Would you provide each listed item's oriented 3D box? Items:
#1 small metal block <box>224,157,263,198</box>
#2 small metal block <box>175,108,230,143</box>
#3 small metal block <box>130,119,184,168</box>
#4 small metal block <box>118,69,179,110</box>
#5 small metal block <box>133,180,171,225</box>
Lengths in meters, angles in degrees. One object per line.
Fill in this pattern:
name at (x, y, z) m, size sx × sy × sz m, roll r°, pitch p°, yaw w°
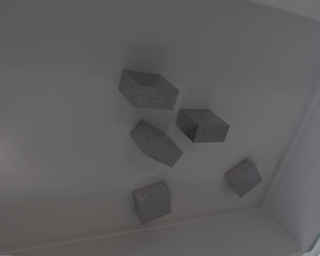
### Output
small metal block at (0.146, 0.087, 0.542) m, size 0.050 × 0.025 × 0.050 m, roll -37°, pitch 129°, yaw -4°
small metal block at (0.057, -0.004, 0.421) m, size 0.050 × 0.050 × 0.025 m, roll 0°, pitch 119°, yaw -29°
small metal block at (-0.005, 0.020, 0.402) m, size 0.050 × 0.050 × 0.025 m, roll 30°, pitch 102°, yaw -38°
small metal block at (-0.014, -0.044, 0.357) m, size 0.050 × 0.050 × 0.025 m, roll 3°, pitch 117°, yaw -30°
small metal block at (-0.011, 0.113, 0.472) m, size 0.050 × 0.025 × 0.050 m, roll -16°, pitch 125°, yaw -19°
